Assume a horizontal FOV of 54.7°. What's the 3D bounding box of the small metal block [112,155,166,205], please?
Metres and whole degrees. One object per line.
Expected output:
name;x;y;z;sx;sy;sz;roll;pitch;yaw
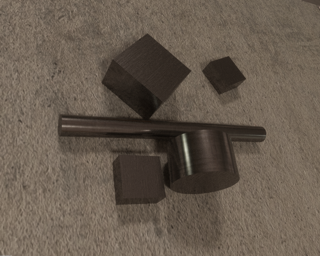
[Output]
small metal block;-0.025;0.059;0.356;0.050;0.025;0.050;5;60;-26

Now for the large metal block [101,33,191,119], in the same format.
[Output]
large metal block;-0.018;-0.070;0.422;0.080;0.050;0.080;41;51;-1

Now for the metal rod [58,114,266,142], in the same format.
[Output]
metal rod;0.023;0.003;0.415;0.303;0.025;0.025;3;61;-27

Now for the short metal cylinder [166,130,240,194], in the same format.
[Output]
short metal cylinder;0.050;0.043;0.371;0.081;0.080;0.050;8;58;-24

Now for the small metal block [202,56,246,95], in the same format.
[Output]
small metal block;0.107;-0.089;0.518;0.050;0.025;0.050;-24;75;-37
